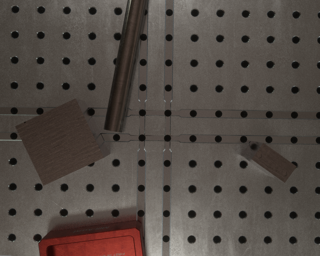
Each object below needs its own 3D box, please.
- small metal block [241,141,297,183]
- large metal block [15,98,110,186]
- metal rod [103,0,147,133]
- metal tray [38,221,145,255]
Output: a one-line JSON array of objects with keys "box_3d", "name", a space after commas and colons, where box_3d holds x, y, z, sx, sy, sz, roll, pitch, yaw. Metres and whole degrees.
[{"box_3d": [0.139, 0.042, 0.403, 0.050, 0.050, 0.025, 36, 90, -1], "name": "small metal block"}, {"box_3d": [-0.122, 0.017, 0.399, 0.080, 0.050, 0.080, -25, 90, -1], "name": "large metal block"}, {"box_3d": [-0.035, -0.143, 0.412, 0.025, 0.025, 0.298, 11, 90, -1], "name": "metal rod"}, {"box_3d": [-0.085, 0.179, 0.409, 0.131, 0.030, 0.089, -7, 90, -1], "name": "metal tray"}]
